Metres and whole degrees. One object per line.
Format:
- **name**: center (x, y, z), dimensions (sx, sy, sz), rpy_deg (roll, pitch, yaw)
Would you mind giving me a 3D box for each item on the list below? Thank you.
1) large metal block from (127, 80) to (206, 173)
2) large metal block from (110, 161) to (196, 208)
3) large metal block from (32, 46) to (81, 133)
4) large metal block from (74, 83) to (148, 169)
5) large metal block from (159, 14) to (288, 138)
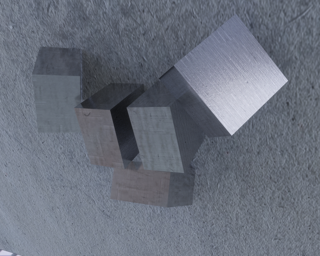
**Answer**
- **large metal block**: center (0.012, -0.005, 0.362), dimensions (0.050, 0.080, 0.079), rpy_deg (1, 119, 27)
- **large metal block**: center (-0.007, 0.073, 0.412), dimensions (0.080, 0.080, 0.050), rpy_deg (1, 80, 27)
- **large metal block**: center (-0.128, -0.050, 0.396), dimensions (0.050, 0.080, 0.079), rpy_deg (0, 126, -14)
- **large metal block**: center (-0.054, -0.006, 0.396), dimensions (0.050, 0.080, 0.079), rpy_deg (5, 121, 25)
- **large metal block**: center (0.060, -0.047, 0.303), dimensions (0.080, 0.080, 0.050), rpy_deg (50, 166, -7)
